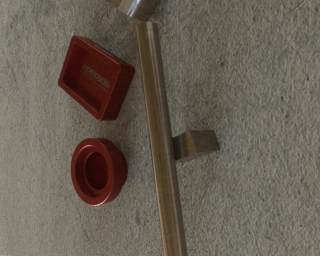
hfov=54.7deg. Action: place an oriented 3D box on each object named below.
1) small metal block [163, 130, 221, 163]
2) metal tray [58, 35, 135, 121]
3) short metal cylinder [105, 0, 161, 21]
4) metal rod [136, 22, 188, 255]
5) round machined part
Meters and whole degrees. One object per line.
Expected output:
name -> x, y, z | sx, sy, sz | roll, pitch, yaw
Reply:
small metal block -> 0.033, 0.023, 0.360 | 0.050, 0.050, 0.025 | -26, 74, 37
metal tray -> -0.104, -0.079, 0.484 | 0.130, 0.030, 0.089 | 37, 112, 33
short metal cylinder -> -0.036, -0.181, 0.397 | 0.080, 0.081, 0.050 | 50, 119, 28
metal rod -> 0.004, 0.033, 0.334 | 0.025, 0.025, 0.298 | -12, 83, 39
round machined part -> -0.087, 0.063, 0.463 | 0.098, 0.042, 0.097 | 0, 90, 39
